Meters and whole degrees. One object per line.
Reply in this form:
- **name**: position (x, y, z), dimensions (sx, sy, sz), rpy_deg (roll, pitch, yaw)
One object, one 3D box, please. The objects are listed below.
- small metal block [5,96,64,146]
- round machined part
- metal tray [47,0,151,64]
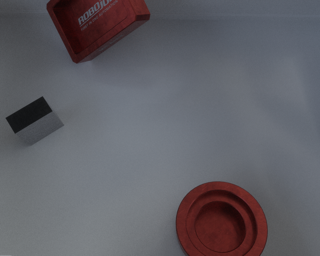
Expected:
- **small metal block**: position (-0.158, -0.008, 0.397), dimensions (0.050, 0.050, 0.025), rpy_deg (-34, 74, -12)
- **round machined part**: position (0.067, 0.114, 0.353), dimensions (0.099, 0.042, 0.098), rpy_deg (-1, 58, 2)
- **metal tray**: position (-0.084, -0.151, 0.401), dimensions (0.030, 0.130, 0.090), rpy_deg (-32, 99, -51)
